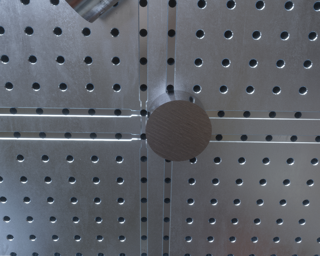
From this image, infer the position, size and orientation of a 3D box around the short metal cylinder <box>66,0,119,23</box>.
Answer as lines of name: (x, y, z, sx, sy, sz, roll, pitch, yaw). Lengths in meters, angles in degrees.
short metal cylinder: (-0.079, -0.159, 0.324, 0.050, 0.080, 0.080, -36, 107, 12)

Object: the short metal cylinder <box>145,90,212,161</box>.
short metal cylinder: (0.023, -0.004, 0.399, 0.081, 0.050, 0.079, 0, 110, 0)
